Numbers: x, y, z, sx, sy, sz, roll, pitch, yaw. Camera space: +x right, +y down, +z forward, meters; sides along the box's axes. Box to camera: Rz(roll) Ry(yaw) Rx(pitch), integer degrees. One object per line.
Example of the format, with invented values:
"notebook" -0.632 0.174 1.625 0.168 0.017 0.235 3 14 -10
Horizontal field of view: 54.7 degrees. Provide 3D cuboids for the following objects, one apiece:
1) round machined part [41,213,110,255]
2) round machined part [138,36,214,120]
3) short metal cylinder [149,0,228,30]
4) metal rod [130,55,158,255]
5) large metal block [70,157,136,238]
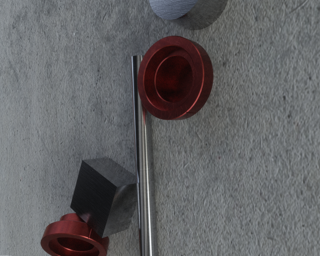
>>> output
"round machined part" -0.126 0.166 0.475 0.098 0.098 0.042 -38 30 33
"round machined part" 0.022 -0.058 0.375 0.098 0.042 0.097 0 90 40
"short metal cylinder" 0.033 -0.161 0.361 0.080 0.050 0.079 0 90 40
"metal rod" -0.021 0.052 0.422 0.025 0.025 0.298 -5 87 40
"large metal block" -0.080 0.098 0.455 0.080 0.050 0.079 28 108 36
